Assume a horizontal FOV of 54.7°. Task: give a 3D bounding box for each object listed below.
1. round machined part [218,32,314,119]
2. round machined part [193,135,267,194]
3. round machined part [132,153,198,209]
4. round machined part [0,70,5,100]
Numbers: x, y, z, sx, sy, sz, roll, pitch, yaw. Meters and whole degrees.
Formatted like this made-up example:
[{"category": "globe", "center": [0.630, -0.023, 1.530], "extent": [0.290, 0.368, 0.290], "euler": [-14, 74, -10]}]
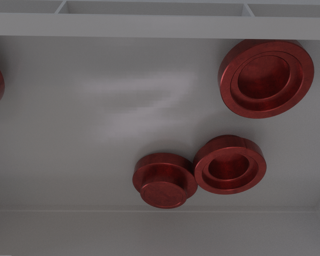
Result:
[{"category": "round machined part", "center": [0.114, -0.061, 0.347], "extent": [0.099, 0.042, 0.097], "euler": [0, 130, 0]}, {"category": "round machined part", "center": [0.096, 0.048, 0.439], "extent": [0.099, 0.042, 0.097], "euler": [0, 130, 0]}, {"category": "round machined part", "center": [0.007, 0.085, 0.463], "extent": [0.099, 0.042, 0.097], "euler": [4, 134, 4]}, {"category": "round machined part", "center": [-0.225, -0.059, 0.345], "extent": [0.099, 0.042, 0.097], "euler": [0, 130, 0]}]
